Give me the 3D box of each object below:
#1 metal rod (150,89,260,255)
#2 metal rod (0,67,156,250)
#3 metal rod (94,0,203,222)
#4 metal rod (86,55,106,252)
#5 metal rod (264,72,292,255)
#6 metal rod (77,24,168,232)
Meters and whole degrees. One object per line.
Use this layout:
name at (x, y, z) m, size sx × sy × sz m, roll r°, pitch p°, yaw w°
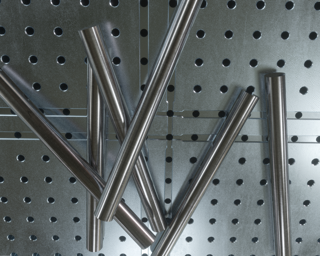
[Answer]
metal rod at (0.055, 0.084, 0.444) m, size 0.025 × 0.025 × 0.298 m, roll 23°, pitch 108°, yaw -8°
metal rod at (-0.113, 0.044, 0.405) m, size 0.025 × 0.025 × 0.300 m, roll -39°, pitch 97°, yaw 13°
metal rod at (-0.014, -0.026, 0.372) m, size 0.025 × 0.025 × 0.299 m, roll 22°, pitch 97°, yaw -8°
metal rod at (-0.089, 0.044, 0.428) m, size 0.025 × 0.025 × 0.298 m, roll 4°, pitch 110°, yaw -2°
metal rod at (0.170, 0.071, 0.440) m, size 0.025 × 0.025 × 0.298 m, roll -9°, pitch 110°, yaw 3°
metal rod at (-0.040, 0.019, 0.404) m, size 0.025 × 0.025 × 0.299 m, roll -14°, pitch 115°, yaw 5°
